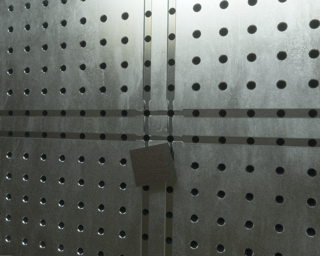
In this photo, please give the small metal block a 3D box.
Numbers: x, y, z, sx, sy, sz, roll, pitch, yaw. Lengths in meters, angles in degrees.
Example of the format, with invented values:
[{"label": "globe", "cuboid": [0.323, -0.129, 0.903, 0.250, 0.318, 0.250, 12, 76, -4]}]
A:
[{"label": "small metal block", "cuboid": [-0.009, 0.049, 0.416, 0.050, 0.025, 0.050, -13, 86, 19]}]
